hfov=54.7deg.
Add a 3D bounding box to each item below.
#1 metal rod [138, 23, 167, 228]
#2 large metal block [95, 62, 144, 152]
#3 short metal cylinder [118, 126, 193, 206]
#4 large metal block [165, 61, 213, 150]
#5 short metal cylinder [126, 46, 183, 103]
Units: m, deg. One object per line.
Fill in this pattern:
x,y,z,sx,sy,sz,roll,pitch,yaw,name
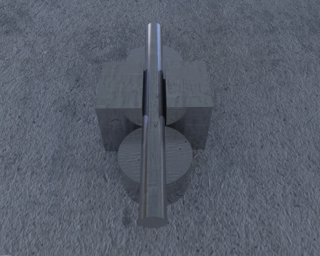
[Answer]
-0.008,-0.032,0.366,0.025,0.025,0.300,0,50,0,metal rod
-0.045,-0.026,0.390,0.050,0.080,0.080,-1,50,-1,large metal block
-0.005,0.043,0.353,0.081,0.050,0.080,0,49,0,short metal cylinder
0.032,-0.028,0.392,0.050,0.080,0.080,-1,50,-1,large metal block
-0.008,-0.077,0.453,0.081,0.050,0.080,0,49,0,short metal cylinder
